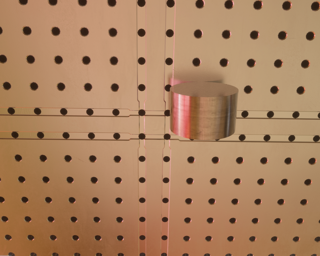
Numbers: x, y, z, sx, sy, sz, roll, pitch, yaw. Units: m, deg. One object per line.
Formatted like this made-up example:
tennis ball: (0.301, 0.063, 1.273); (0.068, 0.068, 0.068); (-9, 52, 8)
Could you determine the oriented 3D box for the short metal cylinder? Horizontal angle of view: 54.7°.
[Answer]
short metal cylinder: (0.052, -0.023, 0.376); (0.081, 0.080, 0.050); (-1, 110, 0)
